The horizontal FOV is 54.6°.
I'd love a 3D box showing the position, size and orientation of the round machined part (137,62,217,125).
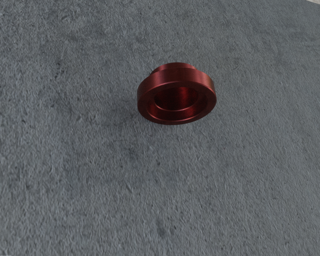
[{"bbox_3d":[0.020,-0.046,0.395,0.099,0.098,0.042,9,58,-23],"label":"round machined part"}]
